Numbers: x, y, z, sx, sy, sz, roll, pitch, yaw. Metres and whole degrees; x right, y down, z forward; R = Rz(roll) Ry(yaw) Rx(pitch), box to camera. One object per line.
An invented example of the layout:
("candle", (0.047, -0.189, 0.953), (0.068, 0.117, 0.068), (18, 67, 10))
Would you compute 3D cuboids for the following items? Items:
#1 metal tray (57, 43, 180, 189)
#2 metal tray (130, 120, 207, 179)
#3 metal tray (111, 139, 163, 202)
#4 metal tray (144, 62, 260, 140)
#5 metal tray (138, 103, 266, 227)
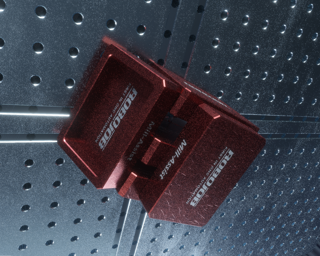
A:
("metal tray", (-0.049, -0.012, 0.331), (0.030, 0.090, 0.129), (12, 114, -57))
("metal tray", (0.018, 0.022, 0.391), (0.131, 0.090, 0.030), (21, 106, -37))
("metal tray", (-0.007, 0.060, 0.401), (0.131, 0.090, 0.030), (23, 106, -37))
("metal tray", (0.050, -0.027, 0.378), (0.131, 0.090, 0.030), (22, 107, -36))
("metal tray", (0.047, 0.046, 0.344), (0.090, 0.030, 0.129), (23, 106, -36))
